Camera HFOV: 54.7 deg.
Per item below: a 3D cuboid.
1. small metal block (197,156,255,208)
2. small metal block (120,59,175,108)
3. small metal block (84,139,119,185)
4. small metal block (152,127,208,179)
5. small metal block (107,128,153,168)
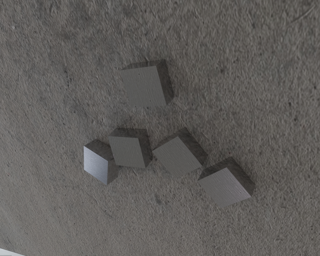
[{"bbox_3d":[0.087,0.072,0.406,0.050,0.025,0.050,49,129,-7],"label":"small metal block"},{"bbox_3d":[-0.015,-0.054,0.381,0.050,0.025,0.050,-1,118,29],"label":"small metal block"},{"bbox_3d":[-0.091,0.053,0.482,0.050,0.025,0.050,28,129,25],"label":"small metal block"},{"bbox_3d":[0.027,0.034,0.414,0.050,0.025,0.050,-33,100,38],"label":"small metal block"},{"bbox_3d":[-0.042,0.028,0.447,0.050,0.025,0.050,3,120,26],"label":"small metal block"}]
